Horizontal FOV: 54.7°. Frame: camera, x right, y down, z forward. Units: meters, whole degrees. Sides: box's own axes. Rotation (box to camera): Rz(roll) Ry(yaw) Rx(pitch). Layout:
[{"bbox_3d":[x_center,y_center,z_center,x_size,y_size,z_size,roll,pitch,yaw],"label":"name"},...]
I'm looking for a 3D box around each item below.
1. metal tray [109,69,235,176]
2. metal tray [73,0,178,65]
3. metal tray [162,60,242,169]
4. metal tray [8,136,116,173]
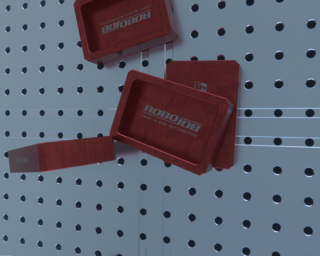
[{"bbox_3d":[0.011,-0.009,0.371,0.130,0.030,0.089,21,98,21],"label":"metal tray"},{"bbox_3d":[-0.049,-0.149,0.426,0.130,0.030,0.090,-14,86,19],"label":"metal tray"},{"bbox_3d":[0.052,-0.018,0.391,0.090,0.030,0.129,3,91,19],"label":"metal tray"},{"bbox_3d":[-0.127,0.034,0.392,0.130,0.091,0.030,-11,86,50],"label":"metal tray"}]
